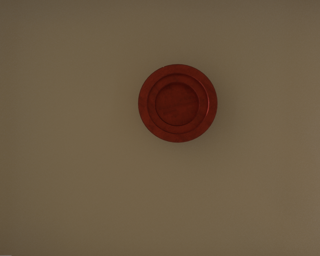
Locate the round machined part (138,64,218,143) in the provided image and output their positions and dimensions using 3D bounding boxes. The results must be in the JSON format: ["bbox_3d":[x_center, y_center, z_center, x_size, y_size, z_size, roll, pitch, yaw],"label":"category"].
[{"bbox_3d":[0.022,-0.031,0.403,0.099,0.042,0.097,0,90,-1],"label":"round machined part"}]
